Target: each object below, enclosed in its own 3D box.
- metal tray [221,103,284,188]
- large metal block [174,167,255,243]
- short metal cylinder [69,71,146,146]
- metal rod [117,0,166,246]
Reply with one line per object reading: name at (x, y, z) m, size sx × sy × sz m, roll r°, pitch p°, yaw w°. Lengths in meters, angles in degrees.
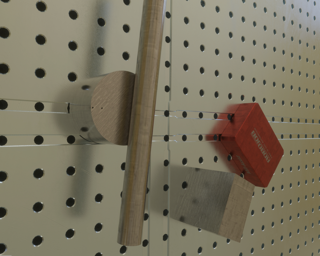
metal tray at (0.166, 0.031, 0.545) m, size 0.130 × 0.030 × 0.090 m, roll 52°, pitch 60°, yaw -27°
large metal block at (0.076, 0.105, 0.437) m, size 0.050 × 0.080 × 0.080 m, roll 32°, pitch 70°, yaw -36°
short metal cylinder at (-0.053, -0.021, 0.348) m, size 0.081 × 0.050 × 0.080 m, roll 0°, pitch 90°, yaw -40°
metal rod at (-0.016, -0.031, 0.329) m, size 0.025 × 0.025 × 0.298 m, roll 10°, pitch 84°, yaw -40°
